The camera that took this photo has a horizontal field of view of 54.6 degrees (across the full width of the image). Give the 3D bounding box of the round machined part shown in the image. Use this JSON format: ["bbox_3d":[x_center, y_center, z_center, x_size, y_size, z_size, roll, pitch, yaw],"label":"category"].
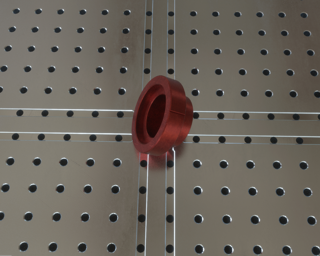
[{"bbox_3d":[0.005,-0.013,0.388,0.042,0.098,0.098,15,67,-28],"label":"round machined part"}]
